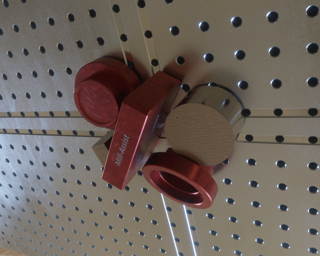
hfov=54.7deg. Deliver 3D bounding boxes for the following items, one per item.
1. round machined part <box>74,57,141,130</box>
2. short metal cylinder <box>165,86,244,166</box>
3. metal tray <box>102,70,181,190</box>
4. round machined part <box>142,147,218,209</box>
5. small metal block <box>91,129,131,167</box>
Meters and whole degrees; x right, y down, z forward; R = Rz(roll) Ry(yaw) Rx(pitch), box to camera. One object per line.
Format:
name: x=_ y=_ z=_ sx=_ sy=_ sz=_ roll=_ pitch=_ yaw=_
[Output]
round machined part: x=-0.073 y=-0.039 z=0.408 sx=0.098 sy=0.042 sz=0.097 roll=13 pitch=124 yaw=21
short metal cylinder: x=0.052 y=-0.003 z=0.360 sx=0.080 sy=0.050 sz=0.079 roll=13 pitch=124 yaw=21
metal tray: x=-0.024 y=0.004 z=0.379 sx=0.030 sy=0.090 sz=0.129 roll=29 pitch=128 yaw=10
round machined part: x=0.030 y=0.060 z=0.402 sx=0.098 sy=0.042 sz=0.098 roll=23 pitch=151 yaw=14
small metal block: x=-0.062 y=0.032 z=0.442 sx=0.025 sy=0.050 sz=0.050 roll=-16 pitch=110 yaw=34
